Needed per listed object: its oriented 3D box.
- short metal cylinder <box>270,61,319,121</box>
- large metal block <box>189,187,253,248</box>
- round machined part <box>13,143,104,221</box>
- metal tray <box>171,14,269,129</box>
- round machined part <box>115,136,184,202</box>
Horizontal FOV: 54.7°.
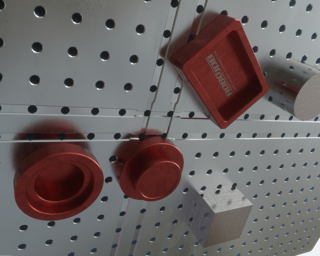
[{"bbox_3d":[0.220,-0.058,0.479,0.081,0.050,0.079,-14,124,-21],"label":"short metal cylinder"},{"bbox_3d":[0.107,0.157,0.550,0.081,0.050,0.079,-3,120,-27],"label":"large metal block"},{"bbox_3d":[-0.121,0.060,0.371,0.099,0.042,0.097,-14,124,-21],"label":"round machined part"},{"bbox_3d":[0.084,-0.069,0.410,0.090,0.030,0.130,-41,130,0],"label":"metal tray"},{"bbox_3d":[-0.009,0.064,0.434,0.099,0.042,0.097,-14,124,-21],"label":"round machined part"}]
